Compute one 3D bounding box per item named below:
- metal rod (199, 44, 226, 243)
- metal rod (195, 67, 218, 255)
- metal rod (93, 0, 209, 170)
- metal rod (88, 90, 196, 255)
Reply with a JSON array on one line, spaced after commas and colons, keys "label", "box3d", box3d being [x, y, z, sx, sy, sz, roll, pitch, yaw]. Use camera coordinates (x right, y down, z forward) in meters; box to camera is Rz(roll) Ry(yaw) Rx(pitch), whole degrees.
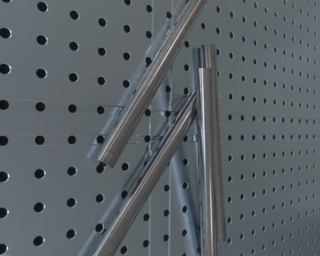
[{"label": "metal rod", "box3d": [0.082, 0.025, 0.476, 0.025, 0.025, 0.298, -6, 94, -40]}, {"label": "metal rod", "box3d": [0.068, 0.066, 0.443, 0.025, 0.025, 0.298, -12, 104, -39]}, {"label": "metal rod", "box3d": [0.001, -0.082, 0.408, 0.025, 0.025, 0.300, 42, 65, -32]}, {"label": "metal rod", "box3d": [-0.017, 0.068, 0.393, 0.025, 0.025, 0.300, 48, 62, -30]}]
